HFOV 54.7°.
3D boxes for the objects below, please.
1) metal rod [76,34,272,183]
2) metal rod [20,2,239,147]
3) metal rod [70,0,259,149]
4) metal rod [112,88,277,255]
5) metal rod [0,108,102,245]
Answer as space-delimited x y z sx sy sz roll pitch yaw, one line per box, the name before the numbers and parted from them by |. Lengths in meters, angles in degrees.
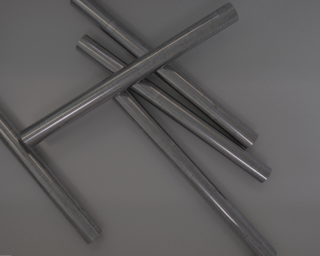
metal rod | 0.018 -0.025 0.411 0.301 0.025 0.025 36 90 0
metal rod | -0.040 -0.064 0.384 0.301 0.025 0.025 -31 90 3
metal rod | 0.006 -0.077 0.411 0.300 0.025 0.025 39 90 0
metal rod | 0.044 0.061 0.411 0.025 0.025 0.300 -43 90 0
metal rod | -0.182 0.030 0.409 0.025 0.025 0.300 -40 90 0
